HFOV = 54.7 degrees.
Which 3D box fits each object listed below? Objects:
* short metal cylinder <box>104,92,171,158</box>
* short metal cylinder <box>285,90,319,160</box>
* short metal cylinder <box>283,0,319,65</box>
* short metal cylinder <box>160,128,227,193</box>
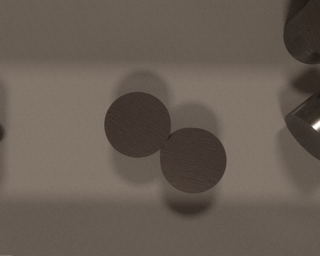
[{"bbox_3d":[-0.027,-0.004,0.399,0.081,0.050,0.079,0,90,-1],"label":"short metal cylinder"},{"bbox_3d":[0.205,-0.001,0.387,0.050,0.080,0.080,-39,91,0],"label":"short metal cylinder"},{"bbox_3d":[0.210,-0.127,0.402,0.081,0.050,0.079,0,90,-1],"label":"short metal cylinder"},{"bbox_3d":[0.040,0.039,0.400,0.081,0.050,0.079,0,90,-1],"label":"short metal cylinder"}]
